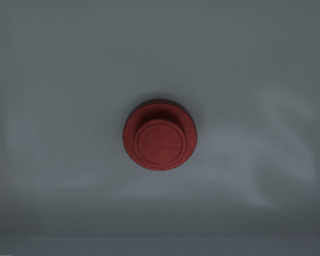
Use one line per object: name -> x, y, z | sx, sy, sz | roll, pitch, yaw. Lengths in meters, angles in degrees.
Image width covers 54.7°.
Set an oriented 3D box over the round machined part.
round machined part -> 0.000, 0.014, 0.407 | 0.099, 0.042, 0.097 | 0, 110, 0
